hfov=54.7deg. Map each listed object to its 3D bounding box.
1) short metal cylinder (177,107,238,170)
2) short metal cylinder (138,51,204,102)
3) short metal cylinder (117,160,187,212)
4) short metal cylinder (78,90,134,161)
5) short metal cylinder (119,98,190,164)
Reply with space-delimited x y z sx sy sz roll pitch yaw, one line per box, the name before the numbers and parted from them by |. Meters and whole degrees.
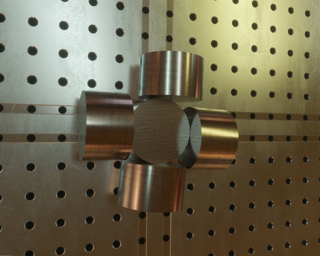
short metal cylinder | 0.058 0.014 0.405 0.050 0.080 0.080 4 89 -20
short metal cylinder | 0.014 -0.061 0.388 0.081 0.080 0.050 3 89 -20
short metal cylinder | -0.010 0.068 0.378 0.081 0.080 0.050 6 88 -20
short metal cylinder | -0.065 -0.002 0.359 0.050 0.080 0.080 2 90 -21
short metal cylinder | -0.009 0.004 0.396 0.081 0.050 0.080 0 90 -21
